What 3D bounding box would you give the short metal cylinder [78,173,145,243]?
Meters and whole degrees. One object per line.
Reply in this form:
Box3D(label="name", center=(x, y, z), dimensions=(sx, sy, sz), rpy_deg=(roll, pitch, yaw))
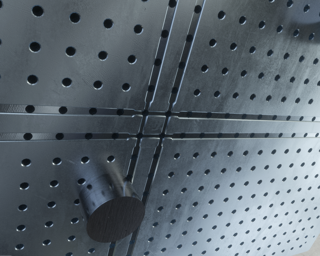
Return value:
Box3D(label="short metal cylinder", center=(-0.067, 0.110, 0.428), dimensions=(0.081, 0.050, 0.079), rpy_deg=(-14, 125, -21))
